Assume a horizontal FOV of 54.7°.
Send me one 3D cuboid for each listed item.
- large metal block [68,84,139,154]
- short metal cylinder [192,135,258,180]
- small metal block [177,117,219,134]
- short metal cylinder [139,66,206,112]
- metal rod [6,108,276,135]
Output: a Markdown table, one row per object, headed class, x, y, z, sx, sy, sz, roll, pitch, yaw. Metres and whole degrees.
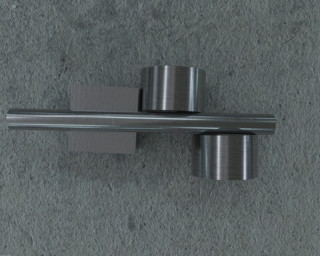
| class | x | y | z | sx | sy | sz | roll | pitch | yaw |
| --- | --- | --- | --- | --- | --- | --- | --- | --- | --- |
| large metal block | -0.068 | -0.011 | 0.395 | 0.081 | 0.050 | 0.079 | 3 | 90 | -1 |
| short metal cylinder | 0.080 | 0.033 | 0.384 | 0.081 | 0.080 | 0.050 | 0 | 90 | -1 |
| small metal block | 0.046 | -0.005 | 0.398 | 0.050 | 0.050 | 0.025 | 1 | 90 | -1 |
| short metal cylinder | 0.016 | -0.045 | 0.385 | 0.081 | 0.080 | 0.050 | 2 | 90 | -1 |
| metal rod | -0.020 | -0.007 | 0.360 | 0.302 | 0.025 | 0.025 | 1 | 90 | -2 |
